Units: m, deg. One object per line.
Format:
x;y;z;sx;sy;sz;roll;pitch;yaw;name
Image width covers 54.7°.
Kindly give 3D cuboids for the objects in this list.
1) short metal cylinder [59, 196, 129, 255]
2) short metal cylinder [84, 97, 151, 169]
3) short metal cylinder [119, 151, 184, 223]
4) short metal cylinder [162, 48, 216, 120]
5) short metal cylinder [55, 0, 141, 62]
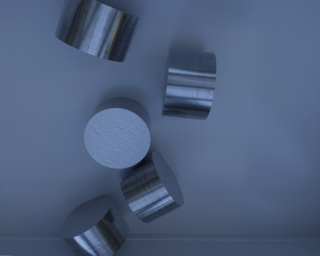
-0.091;0.141;0.433;0.080;0.080;0.050;-25;108;9;short metal cylinder
-0.052;0.005;0.399;0.081;0.050;0.079;0;110;-1;short metal cylinder
-0.010;0.078;0.411;0.050;0.080;0.080;-30;108;10;short metal cylinder
0.032;-0.051;0.364;0.050;0.080;0.079;6;110;-3;short metal cylinder
-0.068;-0.112;0.340;0.080;0.080;0.050;21;109;-8;short metal cylinder
